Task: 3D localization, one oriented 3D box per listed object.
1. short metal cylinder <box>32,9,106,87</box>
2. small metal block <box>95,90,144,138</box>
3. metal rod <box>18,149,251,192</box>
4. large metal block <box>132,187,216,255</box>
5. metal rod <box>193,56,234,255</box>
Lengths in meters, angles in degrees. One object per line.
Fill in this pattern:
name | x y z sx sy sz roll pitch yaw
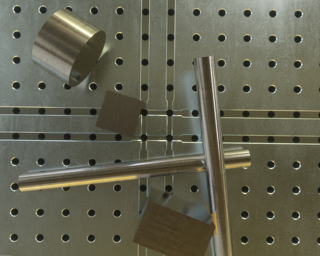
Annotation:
short metal cylinder | -0.111 -0.098 0.385 0.050 0.080 0.080 32 90 0
small metal block | -0.052 -0.018 0.413 0.050 0.025 0.050 17 90 0
metal rod | -0.033 0.056 0.412 0.302 0.025 0.025 -6 90 0
large metal block | 0.016 0.119 0.386 0.080 0.080 0.050 22 90 0
metal rod | 0.071 0.062 0.390 0.025 0.025 0.298 -7 100 0
